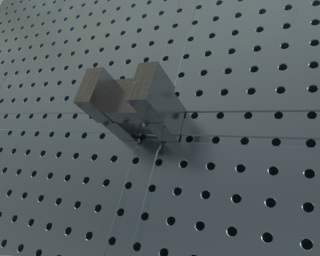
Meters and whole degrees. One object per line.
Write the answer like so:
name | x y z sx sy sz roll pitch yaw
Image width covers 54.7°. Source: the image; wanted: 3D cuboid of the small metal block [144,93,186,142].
small metal block | 0.008 -0.016 0.396 0.025 0.050 0.050 -1 62 28

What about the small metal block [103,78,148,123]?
small metal block | -0.036 -0.034 0.383 0.050 0.025 0.050 1 62 28

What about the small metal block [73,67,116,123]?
small metal block | -0.075 -0.040 0.389 0.025 0.050 0.050 1 62 29

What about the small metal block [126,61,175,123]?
small metal block | -0.009 -0.040 0.354 0.025 0.050 0.050 1 62 29

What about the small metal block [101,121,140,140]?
small metal block | -0.050 -0.017 0.426 0.025 0.050 0.050 1 62 28
